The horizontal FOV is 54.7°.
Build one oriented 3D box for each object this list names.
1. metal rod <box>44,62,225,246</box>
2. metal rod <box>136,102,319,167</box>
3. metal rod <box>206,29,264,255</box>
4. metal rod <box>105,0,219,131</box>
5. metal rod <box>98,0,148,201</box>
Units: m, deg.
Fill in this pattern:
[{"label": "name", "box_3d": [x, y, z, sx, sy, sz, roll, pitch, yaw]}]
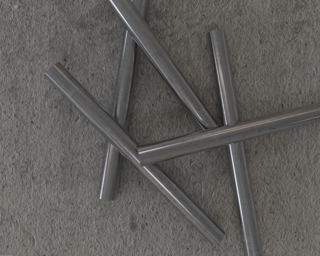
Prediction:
[{"label": "metal rod", "box_3d": [-0.026, 0.038, 0.389, 0.025, 0.025, 0.300, -44, 98, 0]}, {"label": "metal rod", "box_3d": [0.120, 0.000, 0.388, 0.302, 0.025, 0.025, -13, 90, -9]}, {"label": "metal rod", "box_3d": [0.099, 0.021, 0.410, 0.025, 0.025, 0.298, -10, 90, 0]}, {"label": "metal rod", "box_3d": [-0.015, -0.107, 0.387, 0.025, 0.025, 0.299, -37, 99, 0]}, {"label": "metal rod", "box_3d": [-0.046, -0.055, 0.409, 0.025, 0.025, 0.298, 9, 90, 0]}]
